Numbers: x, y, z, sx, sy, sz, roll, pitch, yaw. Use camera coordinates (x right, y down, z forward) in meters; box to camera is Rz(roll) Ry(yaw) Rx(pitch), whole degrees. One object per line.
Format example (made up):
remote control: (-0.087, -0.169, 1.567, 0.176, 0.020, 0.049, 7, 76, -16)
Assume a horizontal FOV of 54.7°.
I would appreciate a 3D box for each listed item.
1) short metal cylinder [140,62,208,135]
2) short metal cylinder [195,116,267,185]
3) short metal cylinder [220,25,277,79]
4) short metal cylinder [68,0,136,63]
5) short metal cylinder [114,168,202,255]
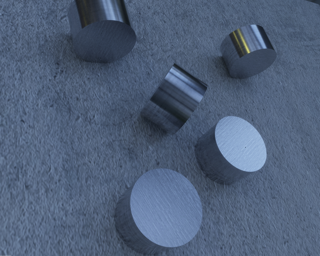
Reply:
short metal cylinder: (0.017, -0.037, 0.400, 0.050, 0.080, 0.080, 34, 51, -6)
short metal cylinder: (0.095, 0.031, 0.420, 0.081, 0.050, 0.080, 14, 56, -21)
short metal cylinder: (0.149, -0.128, 0.526, 0.081, 0.080, 0.050, -2, 63, -29)
short metal cylinder: (-0.076, -0.131, 0.407, 0.081, 0.080, 0.050, -2, 63, -29)
short metal cylinder: (-0.002, 0.090, 0.332, 0.081, 0.050, 0.080, 14, 56, -21)
